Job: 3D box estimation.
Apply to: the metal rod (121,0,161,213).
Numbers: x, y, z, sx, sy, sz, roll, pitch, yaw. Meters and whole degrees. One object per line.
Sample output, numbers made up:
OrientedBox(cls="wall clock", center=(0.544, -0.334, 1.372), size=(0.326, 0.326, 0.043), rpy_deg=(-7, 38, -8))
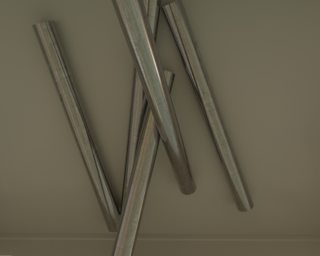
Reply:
OrientedBox(cls="metal rod", center=(-0.028, -0.011, 0.406), size=(0.025, 0.025, 0.298), rpy_deg=(6, 110, -3))

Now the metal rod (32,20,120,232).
OrientedBox(cls="metal rod", center=(-0.102, 0.012, 0.414), size=(0.025, 0.025, 0.298), rpy_deg=(-13, 110, 4))

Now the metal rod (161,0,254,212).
OrientedBox(cls="metal rod", center=(0.069, -0.015, 0.406), size=(0.025, 0.025, 0.299), rpy_deg=(-21, 109, 7))

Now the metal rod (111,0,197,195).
OrientedBox(cls="metal rod", center=(0.004, -0.018, 0.344), size=(0.025, 0.025, 0.299), rpy_deg=(-15, 133, 5))

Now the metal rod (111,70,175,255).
OrientedBox(cls="metal rod", center=(-0.027, 0.076, 0.374), size=(0.025, 0.025, 0.299), rpy_deg=(14, 85, -6))
